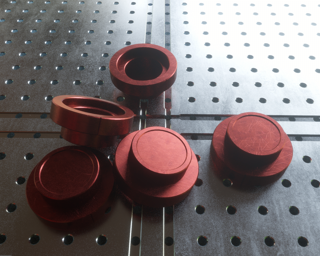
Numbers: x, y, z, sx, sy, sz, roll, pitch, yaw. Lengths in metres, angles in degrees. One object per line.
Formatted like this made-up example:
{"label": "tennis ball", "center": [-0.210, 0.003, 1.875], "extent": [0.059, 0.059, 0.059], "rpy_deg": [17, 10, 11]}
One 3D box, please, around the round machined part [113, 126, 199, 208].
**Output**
{"label": "round machined part", "center": [-0.002, 0.036, 0.352], "extent": [0.099, 0.042, 0.098], "rpy_deg": [9, 46, -10]}

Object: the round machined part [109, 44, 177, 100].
{"label": "round machined part", "center": [-0.024, -0.081, 0.464], "extent": [0.099, 0.042, 0.098], "rpy_deg": [0, 50, 0]}

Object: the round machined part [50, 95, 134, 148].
{"label": "round machined part", "center": [-0.084, -0.007, 0.381], "extent": [0.099, 0.042, 0.098], "rpy_deg": [13, 15, -3]}

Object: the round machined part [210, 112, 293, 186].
{"label": "round machined part", "center": [0.114, 0.018, 0.383], "extent": [0.099, 0.042, 0.098], "rpy_deg": [0, 50, 0]}

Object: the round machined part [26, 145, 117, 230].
{"label": "round machined part", "center": [-0.099, 0.059, 0.346], "extent": [0.099, 0.042, 0.098], "rpy_deg": [0, 50, 0]}
